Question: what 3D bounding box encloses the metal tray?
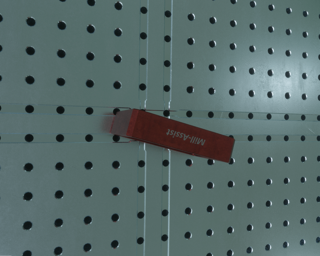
[{"bbox_3d":[0.013,0.010,0.384,0.131,0.090,0.030,16,85,-20],"label":"metal tray"}]
